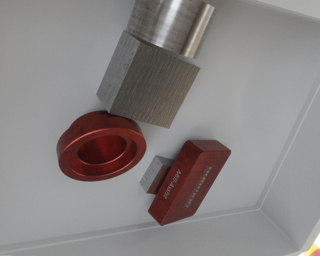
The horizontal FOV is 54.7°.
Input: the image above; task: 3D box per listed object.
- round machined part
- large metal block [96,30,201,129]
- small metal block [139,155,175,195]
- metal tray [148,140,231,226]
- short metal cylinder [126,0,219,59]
[{"bbox_3d":[-0.069,0.017,0.360,0.099,0.042,0.097,-15,143,-12],"label":"round machined part"},{"bbox_3d":[-0.015,-0.053,0.353,0.081,0.050,0.080,15,111,-35],"label":"large metal block"},{"bbox_3d":[0.006,0.072,0.459,0.050,0.025,0.050,18,109,-36],"label":"small metal block"},{"bbox_3d":[0.045,0.080,0.465,0.091,0.030,0.129,4,118,-51],"label":"metal tray"},{"bbox_3d":[0.012,-0.109,0.313,0.081,0.080,0.050,9,114,-33],"label":"short metal cylinder"}]
